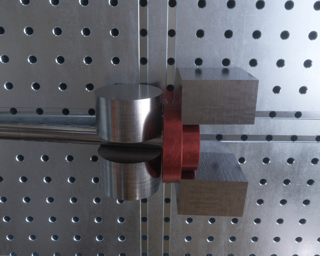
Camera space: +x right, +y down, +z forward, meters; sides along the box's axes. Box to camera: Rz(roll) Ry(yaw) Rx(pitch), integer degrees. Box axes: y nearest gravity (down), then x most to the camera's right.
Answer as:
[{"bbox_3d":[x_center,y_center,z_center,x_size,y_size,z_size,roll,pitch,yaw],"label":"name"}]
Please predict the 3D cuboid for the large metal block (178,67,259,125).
[{"bbox_3d":[0.064,-0.041,0.370,0.081,0.080,0.050,0,110,0],"label":"large metal block"}]

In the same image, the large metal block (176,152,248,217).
[{"bbox_3d":[0.063,0.071,0.412,0.081,0.080,0.050,3,110,-1],"label":"large metal block"}]

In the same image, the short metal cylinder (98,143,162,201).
[{"bbox_3d":[-0.038,0.050,0.401,0.081,0.080,0.050,1,111,-1],"label":"short metal cylinder"}]

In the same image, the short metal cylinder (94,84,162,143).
[{"bbox_3d":[-0.038,-0.020,0.376,0.081,0.080,0.050,1,111,-1],"label":"short metal cylinder"}]

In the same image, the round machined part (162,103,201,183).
[{"bbox_3d":[0.024,0.018,0.381,0.042,0.098,0.097,1,110,0],"label":"round machined part"}]

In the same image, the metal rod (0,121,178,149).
[{"bbox_3d":[-0.121,0.007,0.402,0.302,0.025,0.025,3,110,3],"label":"metal rod"}]
